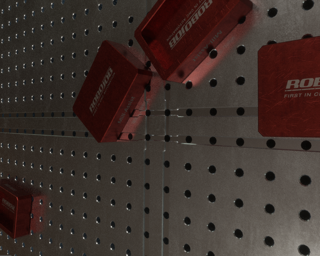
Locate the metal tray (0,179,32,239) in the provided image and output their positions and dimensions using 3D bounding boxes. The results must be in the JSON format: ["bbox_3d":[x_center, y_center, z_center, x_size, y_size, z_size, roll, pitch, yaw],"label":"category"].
[{"bbox_3d":[-0.328,0.172,0.671,0.130,0.030,0.089,13,98,39],"label":"metal tray"}]

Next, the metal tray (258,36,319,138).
[{"bbox_3d":[0.156,-0.036,0.277,0.130,0.030,0.089,0,90,39],"label":"metal tray"}]

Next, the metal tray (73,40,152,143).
[{"bbox_3d":[-0.076,-0.053,0.467,0.090,0.030,0.129,46,117,30],"label":"metal tray"}]

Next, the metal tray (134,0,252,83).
[{"bbox_3d":[0.033,-0.130,0.376,0.129,0.030,0.090,-45,64,30],"label":"metal tray"}]
